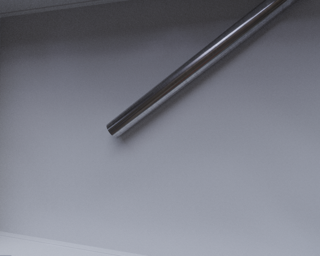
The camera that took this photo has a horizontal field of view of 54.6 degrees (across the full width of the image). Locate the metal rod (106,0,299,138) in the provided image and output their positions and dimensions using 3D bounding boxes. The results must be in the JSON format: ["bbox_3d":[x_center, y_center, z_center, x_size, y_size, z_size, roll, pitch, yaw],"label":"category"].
[{"bbox_3d":[0.050,-0.081,0.393,0.300,0.025,0.025,-36,78,16],"label":"metal rod"}]
